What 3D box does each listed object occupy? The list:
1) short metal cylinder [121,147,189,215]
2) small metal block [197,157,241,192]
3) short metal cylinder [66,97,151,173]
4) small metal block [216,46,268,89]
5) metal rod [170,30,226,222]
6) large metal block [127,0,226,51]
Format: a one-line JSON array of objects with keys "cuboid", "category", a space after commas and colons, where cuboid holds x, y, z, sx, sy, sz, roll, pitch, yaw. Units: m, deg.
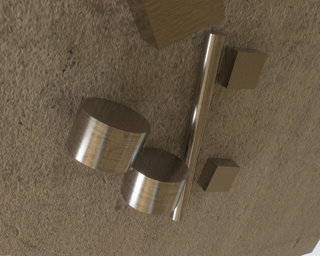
[{"cuboid": [-0.007, 0.068, 0.409, 0.081, 0.080, 0.050, 3, 117, -30], "category": "short metal cylinder"}, {"cuboid": [0.096, 0.077, 0.507, 0.050, 0.025, 0.050, 8, 115, -32], "category": "small metal block"}, {"cuboid": [-0.057, 0.006, 0.344, 0.081, 0.080, 0.050, 12, 112, -34], "category": "short metal cylinder"}, {"cuboid": [0.110, -0.080, 0.417, 0.050, 0.025, 0.050, -3, 120, -27], "category": "small metal block"}, {"cuboid": [0.048, 0.016, 0.442, 0.025, 0.025, 0.298, -6, 121, -25], "category": "metal rod"}, {"cuboid": [0.012, -0.138, 0.312, 0.080, 0.050, 0.080, -29, 129, -10], "category": "large metal block"}]
